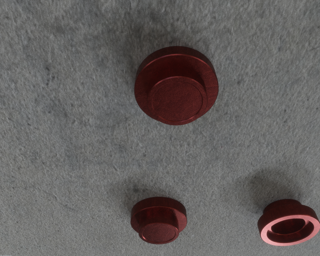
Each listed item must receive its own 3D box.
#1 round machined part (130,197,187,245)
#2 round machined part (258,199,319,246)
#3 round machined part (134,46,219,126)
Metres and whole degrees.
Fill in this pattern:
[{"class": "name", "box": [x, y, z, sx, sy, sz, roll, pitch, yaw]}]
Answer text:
[{"class": "round machined part", "box": [-0.002, 0.166, 0.538, 0.099, 0.042, 0.097, -1, 130, 0]}, {"class": "round machined part", "box": [0.219, 0.160, 0.536, 0.099, 0.042, 0.097, -1, 130, 0]}, {"class": "round machined part", "box": [0.019, -0.041, 0.361, 0.099, 0.042, 0.097, -1, 130, 0]}]
